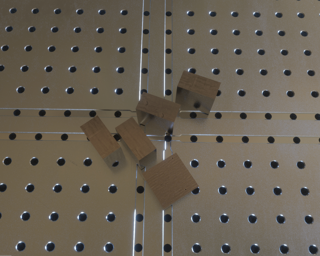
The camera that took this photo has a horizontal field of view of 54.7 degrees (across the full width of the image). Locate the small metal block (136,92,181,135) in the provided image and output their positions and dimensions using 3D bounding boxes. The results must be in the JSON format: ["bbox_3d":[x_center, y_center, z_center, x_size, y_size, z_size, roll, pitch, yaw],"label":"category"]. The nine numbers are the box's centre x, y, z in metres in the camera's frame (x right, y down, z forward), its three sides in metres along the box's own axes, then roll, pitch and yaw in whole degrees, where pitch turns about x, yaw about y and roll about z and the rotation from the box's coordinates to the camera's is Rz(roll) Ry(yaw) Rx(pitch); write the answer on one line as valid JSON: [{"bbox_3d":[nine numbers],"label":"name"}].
[{"bbox_3d":[-0.002,-0.018,0.405,0.050,0.050,0.025,20,71,7],"label":"small metal block"}]

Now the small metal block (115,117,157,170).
[{"bbox_3d":[-0.029,0.020,0.391,0.025,0.050,0.050,-35,74,-12],"label":"small metal block"}]

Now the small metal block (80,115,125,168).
[{"bbox_3d":[-0.071,0.019,0.391,0.025,0.050,0.050,-35,74,-12],"label":"small metal block"}]

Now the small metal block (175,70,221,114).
[{"bbox_3d":[0.050,-0.047,0.416,0.050,0.050,0.025,20,71,7],"label":"small metal block"}]

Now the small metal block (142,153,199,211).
[{"bbox_3d":[0.012,0.067,0.387,0.050,0.025,0.050,-31,73,-11],"label":"small metal block"}]
